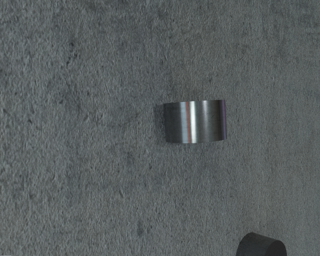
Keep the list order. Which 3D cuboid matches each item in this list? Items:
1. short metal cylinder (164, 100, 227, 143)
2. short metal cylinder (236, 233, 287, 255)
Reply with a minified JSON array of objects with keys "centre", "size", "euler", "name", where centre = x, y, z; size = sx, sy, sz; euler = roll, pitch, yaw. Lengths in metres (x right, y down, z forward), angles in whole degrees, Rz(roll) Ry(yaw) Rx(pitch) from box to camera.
[{"centre":[0.046,-0.010,0.407],"size":[0.081,0.080,0.050],"euler":[-6,94,-40],"name":"short metal cylinder"},{"centre":[0.176,0.228,0.536],"size":[0.081,0.050,0.080],"euler":[0,90,-40],"name":"short metal cylinder"}]
